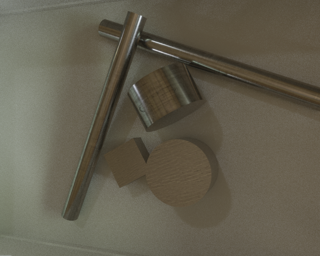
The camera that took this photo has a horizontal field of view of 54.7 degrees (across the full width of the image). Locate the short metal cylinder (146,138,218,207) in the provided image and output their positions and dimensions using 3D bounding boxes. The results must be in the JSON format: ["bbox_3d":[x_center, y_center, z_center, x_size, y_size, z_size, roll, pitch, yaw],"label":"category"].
[{"bbox_3d":[0.029,0.053,0.386,0.080,0.050,0.079,0,90,19],"label":"short metal cylinder"}]

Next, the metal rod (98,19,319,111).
[{"bbox_3d":[0.053,-0.085,0.391,0.301,0.025,0.025,23,98,18],"label":"metal rod"}]

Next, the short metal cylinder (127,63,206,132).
[{"bbox_3d":[0.008,-0.036,0.378,0.080,0.080,0.050,-30,81,17],"label":"short metal cylinder"}]

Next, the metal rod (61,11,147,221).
[{"bbox_3d":[-0.081,-0.007,0.422,0.025,0.025,0.298,25,104,18],"label":"metal rod"}]

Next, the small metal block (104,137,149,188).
[{"bbox_3d":[-0.041,0.047,0.424,0.050,0.025,0.050,-30,81,17],"label":"small metal block"}]
